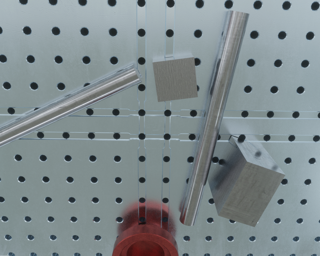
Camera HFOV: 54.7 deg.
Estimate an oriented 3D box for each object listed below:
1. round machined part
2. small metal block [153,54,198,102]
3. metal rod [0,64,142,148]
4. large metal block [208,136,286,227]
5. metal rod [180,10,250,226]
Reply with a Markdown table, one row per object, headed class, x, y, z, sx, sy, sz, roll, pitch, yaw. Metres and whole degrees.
| class | x | y | z | sx | sy | sz | roll | pitch | yaw |
| --- | --- | --- | --- | --- | --- | --- | --- | --- | --- |
| round machined part | -0.022 | 0.187 | 0.473 | 0.099 | 0.042 | 0.097 | 0 | 110 | -1 |
| small metal block | 0.019 | -0.063 | 0.391 | 0.050 | 0.025 | 0.050 | -7 | 110 | 2 |
| metal rod | -0.165 | -0.009 | 0.407 | 0.301 | 0.025 | 0.025 | -24 | 109 | 8 |
| large metal block | 0.110 | 0.068 | 0.411 | 0.050 | 0.080 | 0.079 | 20 | 109 | -8 |
| metal rod | 0.067 | 0.001 | 0.414 | 0.025 | 0.025 | 0.298 | 9 | 110 | -4 |
